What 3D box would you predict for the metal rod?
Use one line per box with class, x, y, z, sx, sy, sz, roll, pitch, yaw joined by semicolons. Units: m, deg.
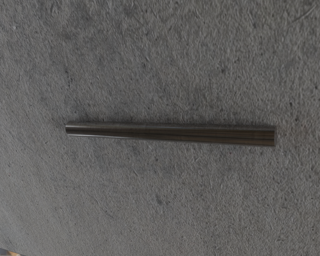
metal rod;-0.004;0.005;0.414;0.300;0.025;0.025;2;119;27
